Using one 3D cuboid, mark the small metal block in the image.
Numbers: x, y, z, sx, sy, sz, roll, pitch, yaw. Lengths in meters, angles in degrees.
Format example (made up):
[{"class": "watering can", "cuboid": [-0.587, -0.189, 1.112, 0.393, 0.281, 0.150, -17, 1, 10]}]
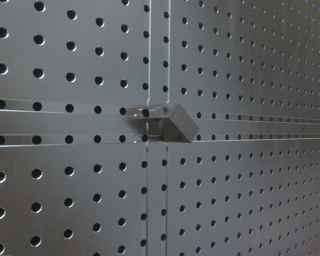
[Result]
[{"class": "small metal block", "cuboid": [0.015, -0.006, 0.407, 0.050, 0.050, 0.025, 48, 62, -30]}]
